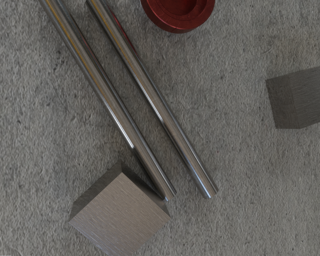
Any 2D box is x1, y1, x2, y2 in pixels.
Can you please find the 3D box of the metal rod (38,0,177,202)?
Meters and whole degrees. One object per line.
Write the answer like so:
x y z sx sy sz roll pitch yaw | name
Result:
-0.062 -0.036 0.386 0.025 0.025 0.299 -33 101 -17 | metal rod

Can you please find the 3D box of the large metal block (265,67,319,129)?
0.220 -0.048 0.479 0.081 0.050 0.080 -16 96 -20 | large metal block

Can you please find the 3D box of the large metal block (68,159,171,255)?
-0.047 0.098 0.369 0.080 0.050 0.080 -43 105 1 | large metal block

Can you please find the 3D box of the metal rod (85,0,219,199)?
-0.005 -0.034 0.408 0.025 0.025 0.299 -35 102 -17 | metal rod

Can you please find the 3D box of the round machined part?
0.020 -0.173 0.408 0.099 0.042 0.097 0 90 -21 | round machined part
